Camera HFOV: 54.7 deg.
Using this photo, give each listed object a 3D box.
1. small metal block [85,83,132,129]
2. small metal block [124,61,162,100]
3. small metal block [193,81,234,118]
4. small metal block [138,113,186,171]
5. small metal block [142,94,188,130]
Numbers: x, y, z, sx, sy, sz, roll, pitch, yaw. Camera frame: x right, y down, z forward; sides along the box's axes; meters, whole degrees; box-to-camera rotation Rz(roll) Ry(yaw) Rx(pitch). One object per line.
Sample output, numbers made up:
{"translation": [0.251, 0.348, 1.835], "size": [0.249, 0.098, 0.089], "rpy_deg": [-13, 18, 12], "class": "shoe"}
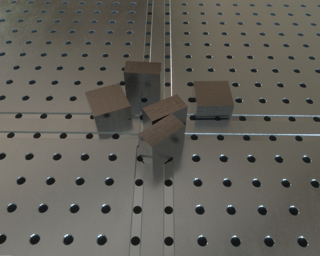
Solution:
{"translation": [-0.072, -0.032, 0.433], "size": [0.050, 0.025, 0.050], "rpy_deg": [-18, 52, -15], "class": "small metal block"}
{"translation": [-0.024, -0.068, 0.448], "size": [0.050, 0.050, 0.025], "rpy_deg": [3, 50, 2], "class": "small metal block"}
{"translation": [0.075, -0.041, 0.443], "size": [0.050, 0.025, 0.050], "rpy_deg": [-1, 50, -1], "class": "small metal block"}
{"translation": [0.002, 0.018, 0.377], "size": [0.050, 0.050, 0.025], "rpy_deg": [-33, 58, -25], "class": "small metal block"}
{"translation": [0.006, -0.010, 0.400], "size": [0.050, 0.050, 0.025], "rpy_deg": [-24, 54, -19], "class": "small metal block"}
